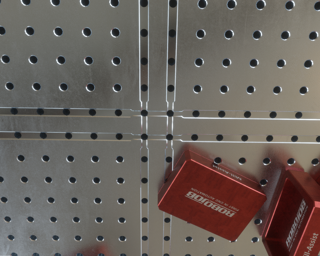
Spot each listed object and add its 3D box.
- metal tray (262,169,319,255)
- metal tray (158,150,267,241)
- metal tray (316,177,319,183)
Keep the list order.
[{"bbox_3d":[0.186,0.135,0.429,0.030,0.090,0.129,10,110,-4],"label":"metal tray"},{"bbox_3d":[0.073,0.100,0.448,0.131,0.030,0.090,26,108,-10],"label":"metal tray"},{"bbox_3d":[0.282,0.080,0.442,0.090,0.030,0.129,26,108,-10],"label":"metal tray"}]
